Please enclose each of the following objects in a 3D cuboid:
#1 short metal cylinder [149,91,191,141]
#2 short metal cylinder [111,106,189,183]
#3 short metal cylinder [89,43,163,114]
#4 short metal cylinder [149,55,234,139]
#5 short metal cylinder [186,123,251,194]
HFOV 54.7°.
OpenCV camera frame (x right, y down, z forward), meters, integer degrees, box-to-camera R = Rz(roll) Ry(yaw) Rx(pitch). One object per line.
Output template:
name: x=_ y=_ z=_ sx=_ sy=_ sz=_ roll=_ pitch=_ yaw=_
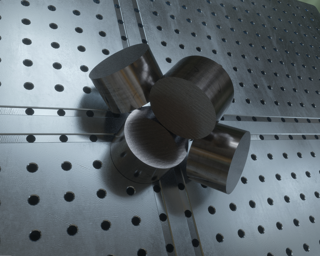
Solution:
short metal cylinder: x=0.030 y=-0.026 z=0.425 sx=0.081 sy=0.050 sz=0.080 roll=14 pitch=56 yaw=-21
short metal cylinder: x=-0.013 y=0.020 z=0.373 sx=0.081 sy=0.050 sz=0.080 roll=14 pitch=56 yaw=-21
short metal cylinder: x=-0.039 y=-0.062 z=0.382 sx=0.080 sy=0.080 sz=0.050 roll=-55 pitch=129 yaw=-39
short metal cylinder: x=0.036 y=-0.034 z=0.348 sx=0.080 sy=0.080 sz=0.050 roll=41 pitch=51 yaw=0
short metal cylinder: x=0.074 y=0.035 z=0.384 sx=0.050 sy=0.079 sz=0.080 roll=18 pitch=45 yaw=27
